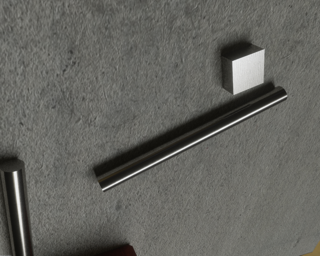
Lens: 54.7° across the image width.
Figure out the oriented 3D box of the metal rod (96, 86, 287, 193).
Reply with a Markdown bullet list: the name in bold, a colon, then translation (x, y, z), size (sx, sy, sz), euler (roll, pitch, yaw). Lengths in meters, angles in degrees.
- **metal rod**: translation (0.053, 0.011, 0.442), size (0.302, 0.025, 0.025), euler (-26, 128, -13)

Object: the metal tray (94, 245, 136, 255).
- **metal tray**: translation (-0.089, 0.236, 0.462), size (0.131, 0.090, 0.030), euler (-10, 123, -24)

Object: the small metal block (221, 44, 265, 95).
- **small metal block**: translation (0.112, -0.079, 0.419), size (0.050, 0.025, 0.050), euler (-23, 127, -15)

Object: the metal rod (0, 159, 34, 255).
- **metal rod**: translation (-0.182, 0.171, 0.413), size (0.025, 0.025, 0.298), euler (-7, 122, -25)
